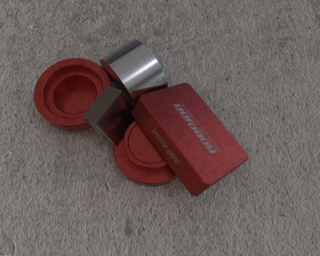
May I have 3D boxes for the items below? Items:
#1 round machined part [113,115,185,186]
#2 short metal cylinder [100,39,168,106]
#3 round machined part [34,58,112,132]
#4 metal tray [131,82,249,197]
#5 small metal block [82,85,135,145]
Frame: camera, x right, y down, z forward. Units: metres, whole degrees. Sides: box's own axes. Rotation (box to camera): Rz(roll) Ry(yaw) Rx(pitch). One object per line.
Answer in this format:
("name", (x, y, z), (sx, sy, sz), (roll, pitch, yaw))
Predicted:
("round machined part", (-0.010, 0.022, 0.392), (0.099, 0.042, 0.098), (0, 70, -1))
("short metal cylinder", (-0.034, -0.068, 0.405), (0.050, 0.080, 0.080), (-36, 74, -12))
("round machined part", (-0.111, -0.040, 0.414), (0.099, 0.042, 0.098), (0, 70, -1))
("metal tray", (0.037, 0.008, 0.381), (0.091, 0.030, 0.130), (-22, 68, -42))
("small metal block", (-0.059, -0.015, 0.382), (0.025, 0.050, 0.050), (23, 69, 34))
